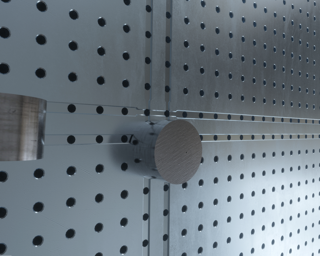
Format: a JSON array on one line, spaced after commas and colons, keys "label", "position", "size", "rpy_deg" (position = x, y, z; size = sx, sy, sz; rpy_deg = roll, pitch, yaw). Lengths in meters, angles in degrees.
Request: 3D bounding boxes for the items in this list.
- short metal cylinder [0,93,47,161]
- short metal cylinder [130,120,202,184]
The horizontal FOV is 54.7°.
[{"label": "short metal cylinder", "position": [-0.138, -0.001, 0.257], "size": [0.081, 0.080, 0.050], "rpy_deg": [4, 88, -40]}, {"label": "short metal cylinder", "position": [0.008, 0.029, 0.400], "size": [0.081, 0.050, 0.079], "rpy_deg": [0, 90, -40]}]
